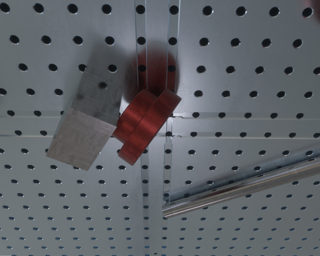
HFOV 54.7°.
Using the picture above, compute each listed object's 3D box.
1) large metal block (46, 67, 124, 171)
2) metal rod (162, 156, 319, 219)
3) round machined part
[{"bbox_3d":[-0.087,-0.010,0.366,0.050,0.080,0.080,24,126,-19],"label":"large metal block"},{"bbox_3d":[0.143,0.091,0.490,0.300,0.025,0.025,-21,127,17],"label":"metal rod"},{"bbox_3d":[-0.020,-0.007,0.363,0.042,0.098,0.097,36,124,1],"label":"round machined part"}]
